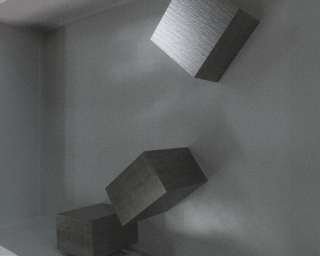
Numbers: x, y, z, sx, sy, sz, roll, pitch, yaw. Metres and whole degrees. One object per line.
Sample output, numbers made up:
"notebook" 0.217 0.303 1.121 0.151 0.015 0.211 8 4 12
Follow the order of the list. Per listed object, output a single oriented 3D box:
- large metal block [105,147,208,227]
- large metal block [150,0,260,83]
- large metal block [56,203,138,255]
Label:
"large metal block" -0.004 0.068 0.372 0.080 0.081 0.050 -44 64 31
"large metal block" 0.048 -0.110 0.349 0.080 0.050 0.080 47 118 29
"large metal block" -0.089 0.143 0.442 0.080 0.081 0.050 -6 87 39
